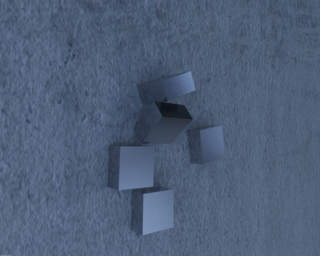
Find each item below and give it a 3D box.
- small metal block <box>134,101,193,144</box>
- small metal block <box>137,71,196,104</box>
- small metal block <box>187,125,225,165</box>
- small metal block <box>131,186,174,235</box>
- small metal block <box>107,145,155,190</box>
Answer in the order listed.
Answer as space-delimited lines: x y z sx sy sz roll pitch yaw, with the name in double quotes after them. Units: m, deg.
0.004 -0.005 0.391 0.050 0.050 0.025 4 48 -40 "small metal block"
0.008 -0.052 0.397 0.050 0.050 0.025 -26 107 -37 "small metal block"
0.070 0.024 0.466 0.050 0.025 0.050 -12 98 -40 "small metal block"
-0.009 0.105 0.399 0.050 0.025 0.050 1 89 -40 "small metal block"
-0.035 0.047 0.377 0.050 0.025 0.050 3 88 -40 "small metal block"
